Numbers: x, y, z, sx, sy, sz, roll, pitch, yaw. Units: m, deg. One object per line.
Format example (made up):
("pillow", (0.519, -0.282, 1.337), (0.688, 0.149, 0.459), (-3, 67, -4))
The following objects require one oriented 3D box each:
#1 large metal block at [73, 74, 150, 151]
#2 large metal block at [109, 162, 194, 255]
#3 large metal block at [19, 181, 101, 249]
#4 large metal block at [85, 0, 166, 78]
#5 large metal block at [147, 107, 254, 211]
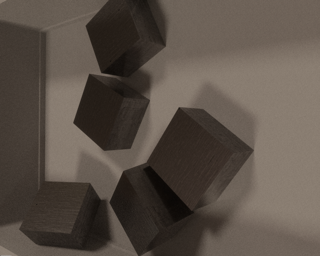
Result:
("large metal block", (-0.072, -0.023, 0.447), (0.080, 0.050, 0.079), (35, 112, 34))
("large metal block", (-0.014, 0.099, 0.385), (0.080, 0.050, 0.079), (55, 141, 25))
("large metal block", (-0.146, 0.129, 0.465), (0.080, 0.050, 0.080), (-1, 46, 15))
("large metal block", (-0.049, -0.128, 0.429), (0.080, 0.050, 0.080), (-32, 71, 35))
("large metal block", (0.043, 0.033, 0.353), (0.080, 0.050, 0.080), (44, 116, 31))
